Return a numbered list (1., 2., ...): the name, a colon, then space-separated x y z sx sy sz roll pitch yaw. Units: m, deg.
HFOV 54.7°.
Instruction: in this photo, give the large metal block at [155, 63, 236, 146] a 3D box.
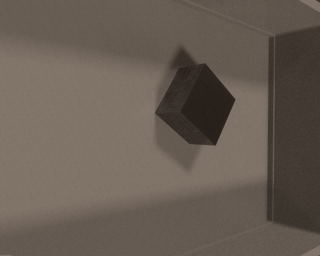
1. large metal block: 0.052 -0.031 0.436 0.080 0.050 0.080 41 65 -33
